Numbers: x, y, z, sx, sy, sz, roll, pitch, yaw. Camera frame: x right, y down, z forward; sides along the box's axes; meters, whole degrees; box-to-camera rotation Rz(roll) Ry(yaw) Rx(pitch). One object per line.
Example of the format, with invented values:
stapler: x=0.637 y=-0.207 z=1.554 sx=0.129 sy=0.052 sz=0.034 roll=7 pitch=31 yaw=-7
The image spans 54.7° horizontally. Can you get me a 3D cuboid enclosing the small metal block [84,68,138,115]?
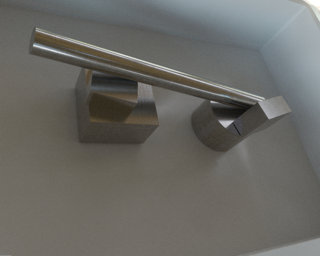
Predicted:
small metal block: x=-0.052 y=-0.047 z=0.341 sx=0.050 sy=0.025 sz=0.050 roll=12 pitch=56 yaw=-22

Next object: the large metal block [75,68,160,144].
large metal block: x=-0.054 y=-0.028 z=0.375 sx=0.081 sy=0.050 sz=0.080 roll=3 pitch=61 yaw=-27

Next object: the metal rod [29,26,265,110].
metal rod: x=0.012 y=-0.056 z=0.356 sx=0.302 sy=0.025 sz=0.025 roll=10 pitch=57 yaw=-32

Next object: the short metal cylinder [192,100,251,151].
short metal cylinder: x=0.094 y=-0.013 z=0.448 sx=0.081 sy=0.050 sz=0.080 roll=14 pitch=56 yaw=-21

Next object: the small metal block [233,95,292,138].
small metal block: x=0.133 y=-0.015 z=0.405 sx=0.050 sy=0.050 sz=0.025 roll=-16 pitch=70 yaw=-35
